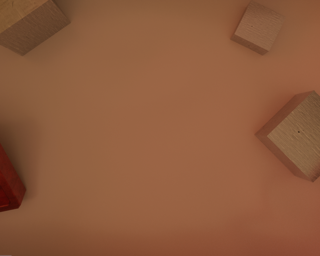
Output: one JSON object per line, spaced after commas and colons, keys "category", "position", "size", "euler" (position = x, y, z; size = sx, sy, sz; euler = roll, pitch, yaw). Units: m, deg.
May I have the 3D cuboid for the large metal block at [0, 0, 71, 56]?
{"category": "large metal block", "position": [-0.169, -0.141, 0.382], "size": [0.080, 0.080, 0.050], "euler": [-35, 90, 0]}

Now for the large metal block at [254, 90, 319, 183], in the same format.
{"category": "large metal block", "position": [0.187, 0.010, 0.401], "size": [0.080, 0.050, 0.080], "euler": [-44, 91, 0]}

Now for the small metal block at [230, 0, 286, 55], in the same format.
{"category": "small metal block", "position": [0.130, -0.133, 0.413], "size": [0.050, 0.025, 0.050], "euler": [26, 90, -1]}

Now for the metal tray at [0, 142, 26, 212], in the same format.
{"category": "metal tray", "position": [-0.233, 0.050, 0.373], "size": [0.091, 0.030, 0.129], "euler": [-12, 123, -1]}
